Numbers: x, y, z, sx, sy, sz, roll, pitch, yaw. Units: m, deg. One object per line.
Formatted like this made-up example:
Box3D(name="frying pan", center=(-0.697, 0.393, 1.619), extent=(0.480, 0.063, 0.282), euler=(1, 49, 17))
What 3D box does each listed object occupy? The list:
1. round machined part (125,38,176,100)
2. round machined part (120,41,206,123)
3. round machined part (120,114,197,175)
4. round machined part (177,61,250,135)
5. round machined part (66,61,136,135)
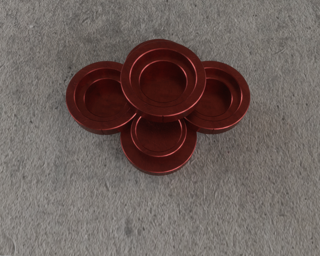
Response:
Box3D(name="round machined part", center=(-0.001, -0.084, 0.431), extent=(0.099, 0.042, 0.098), euler=(0, 70, -1))
Box3D(name="round machined part", center=(0.004, -0.052, 0.374), extent=(0.099, 0.042, 0.098), euler=(0, 70, -1))
Box3D(name="round machined part", center=(-0.002, 0.009, 0.397), extent=(0.099, 0.042, 0.098), euler=(0, 70, -1))
Box3D(name="round machined part", center=(0.066, -0.037, 0.415), extent=(0.099, 0.042, 0.098), euler=(0, 70, -1))
Box3D(name="round machined part", center=(-0.070, -0.036, 0.413), extent=(0.099, 0.042, 0.098), euler=(0, 70, -1))
